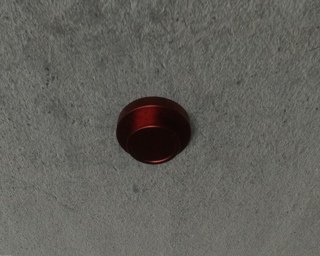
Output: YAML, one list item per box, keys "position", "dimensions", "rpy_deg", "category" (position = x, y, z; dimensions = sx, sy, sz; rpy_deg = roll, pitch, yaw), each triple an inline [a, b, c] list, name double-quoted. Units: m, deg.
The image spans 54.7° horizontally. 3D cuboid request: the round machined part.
- position: [-0.008, 0.010, 0.406]
  dimensions: [0.099, 0.042, 0.097]
  rpy_deg: [-1, 130, 0]
  category: "round machined part"
